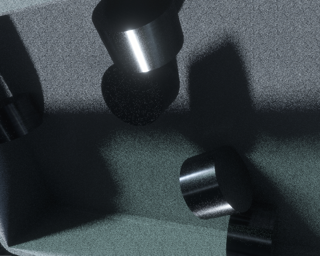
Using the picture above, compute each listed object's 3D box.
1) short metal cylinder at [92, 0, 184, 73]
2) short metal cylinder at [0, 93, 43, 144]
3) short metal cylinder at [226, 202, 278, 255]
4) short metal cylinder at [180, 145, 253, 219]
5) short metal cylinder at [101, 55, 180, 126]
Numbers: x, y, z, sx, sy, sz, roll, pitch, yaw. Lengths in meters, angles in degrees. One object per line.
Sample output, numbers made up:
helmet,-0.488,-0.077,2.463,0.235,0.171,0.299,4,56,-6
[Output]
short metal cylinder,-0.020,-0.102,0.312,0.080,0.080,0.050,9,148,24
short metal cylinder,-0.233,-0.017,0.486,0.080,0.080,0.050,-6,116,31
short metal cylinder,0.119,0.136,0.394,0.050,0.080,0.079,5,121,26
short metal cylinder,0.069,0.067,0.378,0.050,0.080,0.080,-25,105,37
short metal cylinder,-0.023,-0.049,0.374,0.080,0.050,0.079,13,124,21
